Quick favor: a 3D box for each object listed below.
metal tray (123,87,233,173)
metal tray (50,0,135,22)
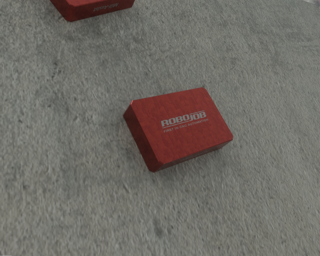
[{"bbox_3d":[0.027,-0.002,0.418,0.131,0.030,0.090,-15,70,-34],"label":"metal tray"},{"bbox_3d":[-0.109,-0.218,0.476,0.131,0.030,0.090,-32,80,-38],"label":"metal tray"}]
